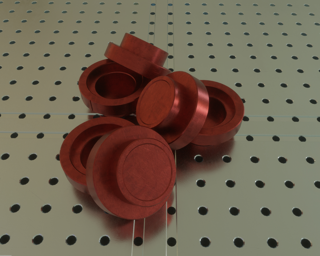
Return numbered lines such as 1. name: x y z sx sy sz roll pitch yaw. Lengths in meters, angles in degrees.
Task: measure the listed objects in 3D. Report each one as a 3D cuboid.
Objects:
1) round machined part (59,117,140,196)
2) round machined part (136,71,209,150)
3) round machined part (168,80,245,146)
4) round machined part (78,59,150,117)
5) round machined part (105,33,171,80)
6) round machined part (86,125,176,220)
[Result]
1. round machined part: -0.063 0.036 0.365 0.099 0.042 0.098 0 50 0
2. round machined part: 0.008 -0.025 0.378 0.042 0.098 0.098 22 37 -39
3. round machined part: 0.058 -0.016 0.410 0.099 0.042 0.098 0 50 0
4. round machined part: -0.062 -0.053 0.440 0.099 0.042 0.098 0 50 0
5. round machined part: -0.027 -0.103 0.448 0.098 0.042 0.098 25 11 -5
6. round machined part: -0.022 0.045 0.322 0.099 0.042 0.098 5 82 -33
